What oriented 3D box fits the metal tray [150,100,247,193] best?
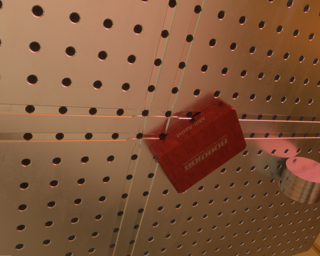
[{"bbox_3d":[0.060,0.029,0.461,0.130,0.030,0.090,-34,129,-6],"label":"metal tray"}]

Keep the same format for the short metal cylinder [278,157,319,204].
[{"bbox_3d":[0.274,0.098,0.590,0.081,0.080,0.050,-8,122,-25],"label":"short metal cylinder"}]
